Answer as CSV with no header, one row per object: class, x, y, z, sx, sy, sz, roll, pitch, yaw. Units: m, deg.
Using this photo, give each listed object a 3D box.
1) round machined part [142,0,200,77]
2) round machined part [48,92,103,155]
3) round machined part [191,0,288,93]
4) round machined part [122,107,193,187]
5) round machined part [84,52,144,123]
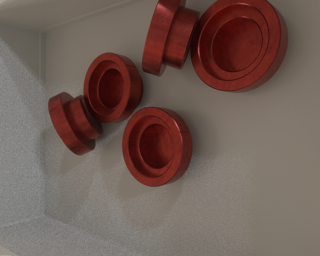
round machined part,0.016,-0.106,0.357,0.042,0.098,0.097,19,104,3
round machined part,-0.121,-0.011,0.467,0.042,0.098,0.098,-26,71,4
round machined part,0.084,-0.086,0.325,0.098,0.042,0.097,0,90,39
round machined part,0.001,0.023,0.393,0.098,0.042,0.097,0,90,39
round machined part,-0.063,-0.056,0.445,0.098,0.042,0.097,0,90,39
